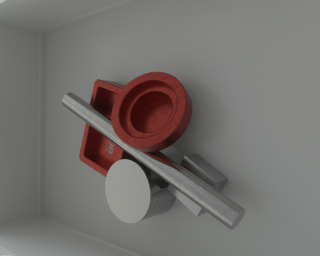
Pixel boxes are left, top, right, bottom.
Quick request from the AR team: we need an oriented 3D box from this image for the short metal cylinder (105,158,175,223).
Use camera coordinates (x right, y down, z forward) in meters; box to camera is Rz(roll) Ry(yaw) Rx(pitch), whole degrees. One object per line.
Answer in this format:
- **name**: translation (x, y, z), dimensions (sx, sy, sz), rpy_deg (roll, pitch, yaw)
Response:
- **short metal cylinder**: translation (-0.026, 0.079, 0.407), dimensions (0.080, 0.050, 0.079), rpy_deg (0, 90, 39)

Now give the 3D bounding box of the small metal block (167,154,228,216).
- **small metal block**: translation (0.044, 0.066, 0.367), dimensions (0.050, 0.025, 0.050), rpy_deg (39, 113, 33)

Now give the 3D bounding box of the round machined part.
- **round machined part**: translation (-0.007, -0.016, 0.381), dimensions (0.098, 0.042, 0.098), rpy_deg (-10, 65, 22)

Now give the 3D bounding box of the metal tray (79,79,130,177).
- **metal tray**: translation (-0.069, 0.002, 0.455), dimensions (0.090, 0.030, 0.129), rpy_deg (23, 105, 37)

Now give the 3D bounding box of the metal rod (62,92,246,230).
- **metal rod**: translation (-0.029, 0.025, 0.389), dimensions (0.300, 0.025, 0.025), rpy_deg (32, 110, 32)
